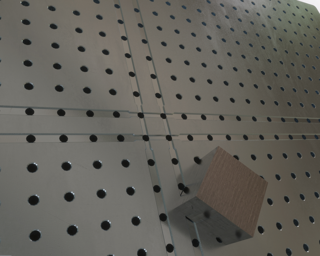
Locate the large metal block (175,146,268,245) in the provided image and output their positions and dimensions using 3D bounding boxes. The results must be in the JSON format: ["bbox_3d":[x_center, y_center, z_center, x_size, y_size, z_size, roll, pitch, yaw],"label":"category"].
[{"bbox_3d":[0.078,0.083,0.385,0.080,0.050,0.080,37,51,-4],"label":"large metal block"}]
